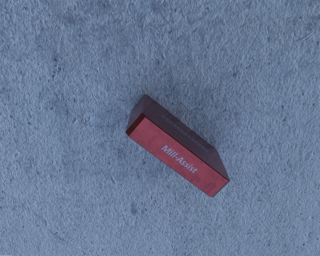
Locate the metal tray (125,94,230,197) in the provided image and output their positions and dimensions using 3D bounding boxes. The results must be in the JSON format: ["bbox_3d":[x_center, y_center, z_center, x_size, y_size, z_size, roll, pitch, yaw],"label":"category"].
[{"bbox_3d":[0.022,0.019,0.384,0.130,0.090,0.030,38,106,-13],"label":"metal tray"}]
